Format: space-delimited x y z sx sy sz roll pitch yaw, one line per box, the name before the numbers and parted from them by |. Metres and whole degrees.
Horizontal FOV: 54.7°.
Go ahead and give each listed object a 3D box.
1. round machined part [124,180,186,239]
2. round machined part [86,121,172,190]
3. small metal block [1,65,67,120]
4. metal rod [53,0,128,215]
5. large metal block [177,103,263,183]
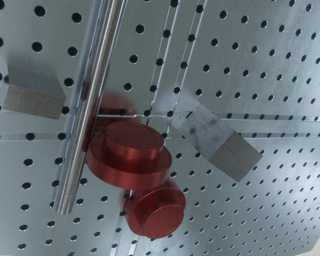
round machined part | -0.002 0.133 0.481 0.099 0.042 0.097 -14 124 -21
round machined part | -0.033 0.025 0.362 0.099 0.098 0.042 1 118 -29
small metal block | -0.125 -0.035 0.305 0.050 0.050 0.025 13 112 -34
metal rod | -0.081 -0.025 0.351 0.025 0.025 0.298 6 116 -31
large metal block | 0.083 0.021 0.434 0.050 0.080 0.080 -49 129 7
